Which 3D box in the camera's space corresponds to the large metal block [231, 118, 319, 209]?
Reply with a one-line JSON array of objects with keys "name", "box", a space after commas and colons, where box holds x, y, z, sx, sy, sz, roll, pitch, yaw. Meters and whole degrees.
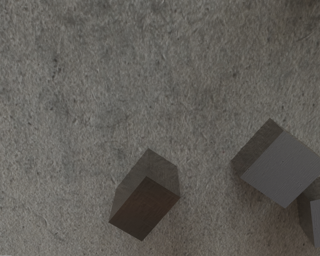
[{"name": "large metal block", "box": [0.158, 0.047, 0.416, 0.080, 0.050, 0.080, 34, 106, -12]}]

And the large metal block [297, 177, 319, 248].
[{"name": "large metal block", "box": [0.247, 0.115, 0.442, 0.080, 0.050, 0.080, -14, 110, 4]}]

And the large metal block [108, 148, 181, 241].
[{"name": "large metal block", "box": [-0.020, 0.085, 0.412, 0.050, 0.080, 0.080, 35, 106, -12]}]
